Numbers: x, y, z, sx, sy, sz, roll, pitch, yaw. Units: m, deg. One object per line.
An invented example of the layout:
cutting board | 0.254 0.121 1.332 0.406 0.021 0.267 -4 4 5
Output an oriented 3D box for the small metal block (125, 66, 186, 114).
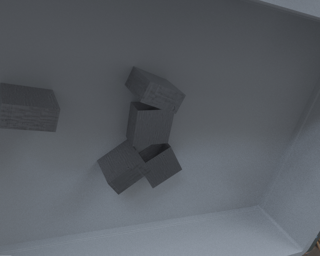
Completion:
small metal block | -0.006 -0.044 0.361 0.050 0.050 0.025 16 110 -35

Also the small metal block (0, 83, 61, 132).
small metal block | -0.131 -0.021 0.308 0.050 0.050 0.025 5 116 -31

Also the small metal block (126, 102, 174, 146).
small metal block | -0.013 -0.006 0.398 0.050 0.025 0.050 -4 120 -27

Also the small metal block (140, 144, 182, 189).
small metal block | -0.003 0.050 0.438 0.050 0.025 0.050 -32 129 -8

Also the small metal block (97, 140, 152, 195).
small metal block | -0.047 0.048 0.397 0.050 0.050 0.025 -35 129 -5
